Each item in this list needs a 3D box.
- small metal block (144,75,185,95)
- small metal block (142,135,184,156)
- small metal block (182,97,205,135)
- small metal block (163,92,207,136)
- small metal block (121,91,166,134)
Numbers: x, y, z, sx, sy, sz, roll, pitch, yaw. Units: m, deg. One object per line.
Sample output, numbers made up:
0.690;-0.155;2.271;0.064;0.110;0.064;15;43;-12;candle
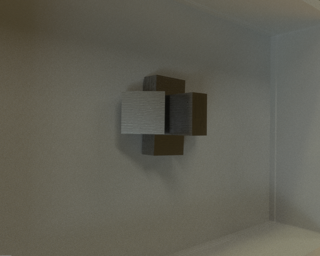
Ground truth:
0.006;-0.040;0.408;0.050;0.025;0.050;3;88;-41;small metal block
0.005;0.010;0.408;0.050;0.025;0.050;3;88;-40;small metal block
0.047;-0.016;0.428;0.050;0.025;0.050;5;86;-79;small metal block
0.030;-0.016;0.380;0.025;0.050;0.050;1;90;-41;small metal block
-0.019;-0.018;0.370;0.050;0.025;0.050;1;90;3;small metal block
